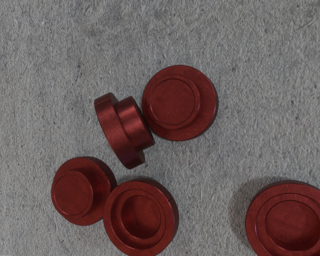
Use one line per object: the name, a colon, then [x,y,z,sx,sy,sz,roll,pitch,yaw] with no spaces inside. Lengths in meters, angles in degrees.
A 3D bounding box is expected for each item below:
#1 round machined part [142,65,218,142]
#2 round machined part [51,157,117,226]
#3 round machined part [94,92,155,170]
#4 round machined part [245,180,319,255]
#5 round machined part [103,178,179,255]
round machined part: [0.022,-0.031,0.392,0.098,0.042,0.097,0,90,19]
round machined part: [-0.114,0.091,0.440,0.098,0.042,0.097,0,90,20]
round machined part: [-0.039,-0.001,0.386,0.042,0.098,0.098,-26,81,2]
round machined part: [0.148,0.107,0.347,0.098,0.042,0.097,0,90,20]
round machined part: [-0.021,0.114,0.407,0.098,0.042,0.097,0,90,20]
